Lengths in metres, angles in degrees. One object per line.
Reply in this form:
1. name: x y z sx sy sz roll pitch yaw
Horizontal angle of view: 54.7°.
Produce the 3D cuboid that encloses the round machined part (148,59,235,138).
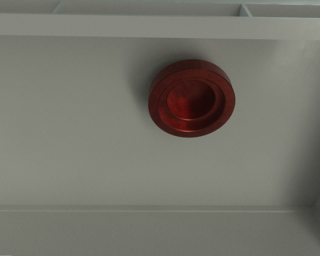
1. round machined part: 0.036 -0.038 0.366 0.099 0.042 0.097 -1 130 0
